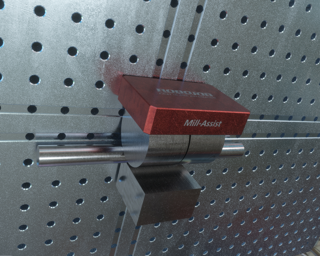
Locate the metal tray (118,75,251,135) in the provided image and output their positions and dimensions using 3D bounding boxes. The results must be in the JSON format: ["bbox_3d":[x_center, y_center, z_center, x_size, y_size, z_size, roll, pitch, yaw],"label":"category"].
[{"bbox_3d":[0.027,-0.026,0.363,0.131,0.090,0.030,1,118,-29],"label":"metal tray"}]

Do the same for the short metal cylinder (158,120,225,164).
[{"bbox_3d":[0.038,0.006,0.397,0.050,0.080,0.079,2,118,-29],"label":"short metal cylinder"}]

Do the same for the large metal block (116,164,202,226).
[{"bbox_3d":[-0.005,0.079,0.417,0.081,0.080,0.050,1,118,-29],"label":"large metal block"}]

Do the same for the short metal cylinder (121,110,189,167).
[{"bbox_3d":[-0.008,0.006,0.371,0.050,0.080,0.079,0,118,-29],"label":"short metal cylinder"}]

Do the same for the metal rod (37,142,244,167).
[{"bbox_3d":[-0.006,0.033,0.424,0.303,0.025,0.025,1,118,-29],"label":"metal rod"}]
